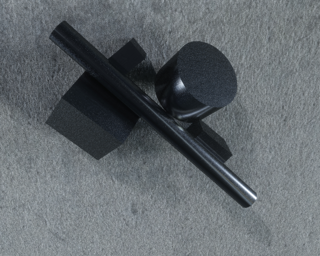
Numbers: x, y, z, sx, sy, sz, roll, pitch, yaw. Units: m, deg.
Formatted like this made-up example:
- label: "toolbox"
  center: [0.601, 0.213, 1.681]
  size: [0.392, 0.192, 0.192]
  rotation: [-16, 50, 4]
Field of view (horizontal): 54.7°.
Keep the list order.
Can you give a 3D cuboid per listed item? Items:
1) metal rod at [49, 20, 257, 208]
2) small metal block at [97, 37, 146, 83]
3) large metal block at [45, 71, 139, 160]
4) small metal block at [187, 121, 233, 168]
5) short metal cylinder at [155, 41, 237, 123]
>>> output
- label: "metal rod"
  center: [0.003, -0.005, 0.356]
  size: [0.300, 0.025, 0.025]
  rotation: [41, 105, -14]
- label: "small metal block"
  center: [-0.044, -0.080, 0.368]
  size: [0.050, 0.050, 0.025]
  rotation: [-37, 106, 12]
- label: "large metal block"
  center: [-0.080, -0.013, 0.373]
  size: [0.080, 0.050, 0.080]
  rotation: [39, 146, -14]
- label: "small metal block"
  center: [0.062, 0.018, 0.402]
  size: [0.050, 0.050, 0.025]
  rotation: [39, 105, -14]
- label: "short metal cylinder"
  center: [0.041, -0.052, 0.357]
  size: [0.080, 0.080, 0.050]
  rotation: [37, 147, -13]
